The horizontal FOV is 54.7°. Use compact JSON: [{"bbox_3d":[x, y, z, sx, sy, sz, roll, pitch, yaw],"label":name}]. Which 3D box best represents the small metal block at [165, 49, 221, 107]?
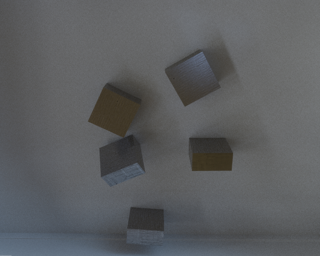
[{"bbox_3d":[0.041,-0.063,0.388,0.050,0.025,0.050,-28,108,10],"label":"small metal block"}]

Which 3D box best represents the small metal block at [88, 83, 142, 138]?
[{"bbox_3d":[-0.058,-0.023,0.402,0.050,0.025,0.050,25,108,-9],"label":"small metal block"}]

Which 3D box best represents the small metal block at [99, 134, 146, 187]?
[{"bbox_3d":[-0.051,0.043,0.410,0.050,0.050,0.025,-23,135,8],"label":"small metal block"}]

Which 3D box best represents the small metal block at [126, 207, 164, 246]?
[{"bbox_3d":[-0.020,0.142,0.450,0.050,0.050,0.025,5,110,-2],"label":"small metal block"}]

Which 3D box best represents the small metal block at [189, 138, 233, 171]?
[{"bbox_3d":[0.066,0.034,0.411,0.050,0.050,0.025,0,110,0],"label":"small metal block"}]
